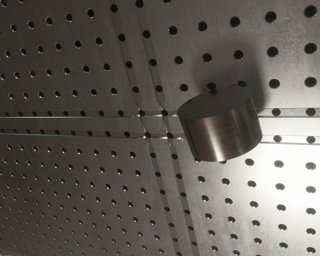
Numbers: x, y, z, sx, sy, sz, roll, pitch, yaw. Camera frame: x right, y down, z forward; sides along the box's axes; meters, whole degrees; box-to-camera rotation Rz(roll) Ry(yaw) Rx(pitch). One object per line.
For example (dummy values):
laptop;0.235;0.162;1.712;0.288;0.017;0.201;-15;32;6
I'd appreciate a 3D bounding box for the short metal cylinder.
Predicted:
short metal cylinder;0.065;-0.006;0.337;0.080;0.080;0.050;-8;115;31
